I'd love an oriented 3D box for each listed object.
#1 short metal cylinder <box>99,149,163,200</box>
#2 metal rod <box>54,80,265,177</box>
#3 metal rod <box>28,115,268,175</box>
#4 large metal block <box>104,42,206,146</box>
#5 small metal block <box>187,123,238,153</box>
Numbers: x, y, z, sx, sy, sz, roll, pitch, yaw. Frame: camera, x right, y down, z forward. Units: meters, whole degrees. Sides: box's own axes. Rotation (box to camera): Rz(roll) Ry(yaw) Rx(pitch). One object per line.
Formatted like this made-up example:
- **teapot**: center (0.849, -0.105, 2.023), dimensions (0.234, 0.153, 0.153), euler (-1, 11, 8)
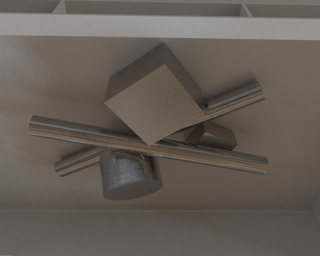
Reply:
- **short metal cylinder**: center (-0.040, 0.062, 0.425), dimensions (0.081, 0.050, 0.080), euler (-10, 153, -5)
- **metal rod**: center (-0.013, 0.008, 0.413), dimensions (0.300, 0.025, 0.025), euler (-22, 127, 17)
- **metal rod**: center (-0.007, 0.024, 0.394), dimensions (0.302, 0.025, 0.025), euler (10, 129, -9)
- **large metal block**: center (-0.004, -0.037, 0.359), dimensions (0.080, 0.050, 0.080), euler (-29, 125, 22)
- **small metal block**: center (0.069, 0.023, 0.425), dimensions (0.050, 0.025, 0.050), euler (21, 127, -17)
